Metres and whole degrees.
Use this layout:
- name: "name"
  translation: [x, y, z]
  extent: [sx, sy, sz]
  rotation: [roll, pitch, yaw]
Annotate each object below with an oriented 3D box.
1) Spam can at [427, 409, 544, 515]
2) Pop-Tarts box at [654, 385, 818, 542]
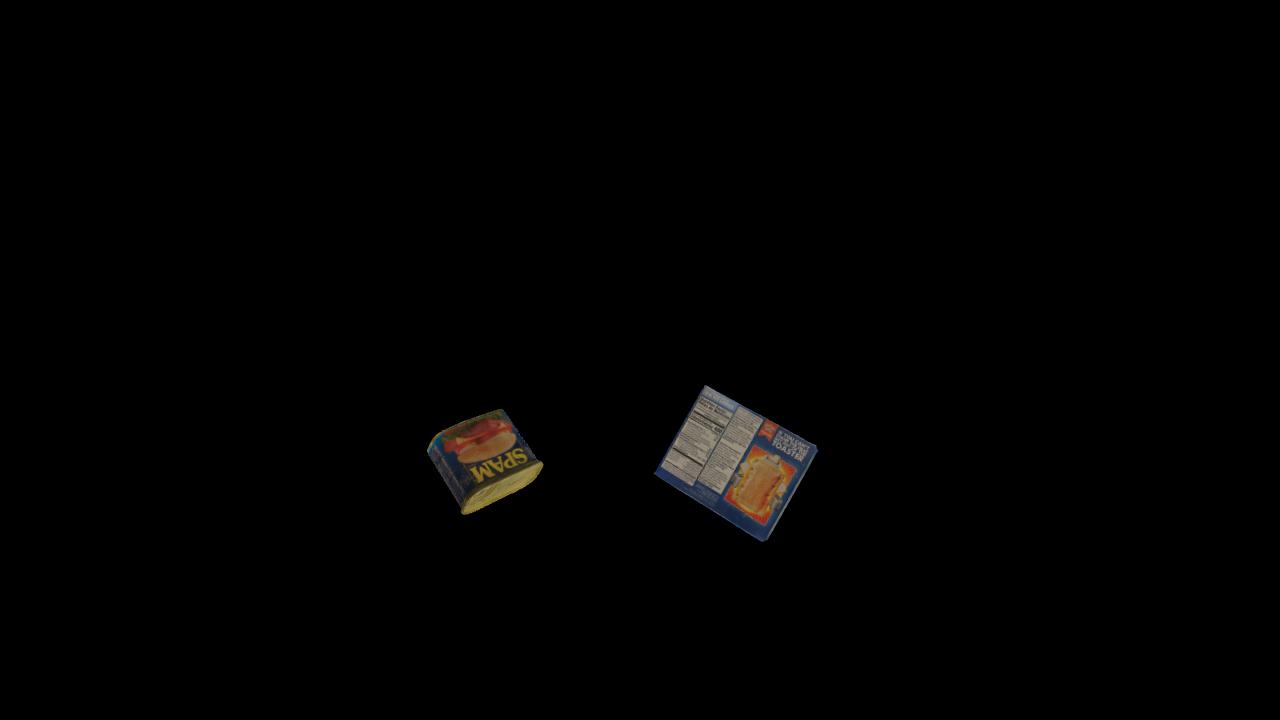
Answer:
- name: "Spam can"
  translation: [-0.176, 0.113, 0.699]
  extent: [0.101, 0.085, 0.058]
  rotation: [-20, -26, -44]
- name: "Pop-Tarts box"
  translation: [0.131, 0.139, 0.831]
  extent: [0.167, 0.141, 0.083]
  rotation: [29, -3, 19]
